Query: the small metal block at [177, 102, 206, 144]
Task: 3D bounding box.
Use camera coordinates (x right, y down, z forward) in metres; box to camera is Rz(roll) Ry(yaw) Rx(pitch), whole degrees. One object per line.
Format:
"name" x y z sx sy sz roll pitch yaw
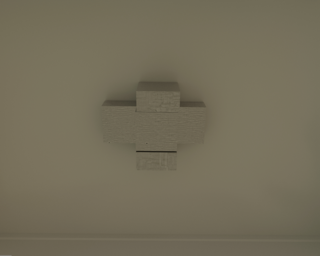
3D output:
"small metal block" 0.032 -0.007 0.407 0.050 0.025 0.050 1 110 -1

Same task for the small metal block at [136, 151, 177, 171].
"small metal block" -0.005 0.033 0.406 0.050 0.050 0.025 1 110 -1

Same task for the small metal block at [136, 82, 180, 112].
"small metal block" -0.002 -0.039 0.381 0.050 0.050 0.025 1 110 -1

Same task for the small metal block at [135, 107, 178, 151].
"small metal block" -0.004 0.001 0.382 0.050 0.025 0.050 1 110 -1

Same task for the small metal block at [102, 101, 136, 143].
"small metal block" -0.048 -0.008 0.405 0.050 0.025 0.050 1 110 -1
